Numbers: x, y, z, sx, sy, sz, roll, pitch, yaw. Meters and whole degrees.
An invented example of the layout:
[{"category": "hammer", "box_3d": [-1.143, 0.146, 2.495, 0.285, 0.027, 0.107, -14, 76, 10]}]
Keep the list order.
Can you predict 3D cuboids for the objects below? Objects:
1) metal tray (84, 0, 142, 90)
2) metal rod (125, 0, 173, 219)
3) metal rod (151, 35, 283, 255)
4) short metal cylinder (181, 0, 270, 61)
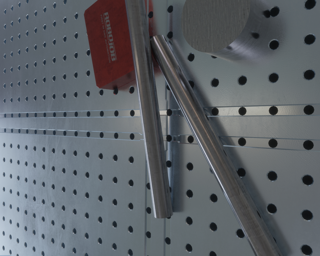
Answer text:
[{"category": "metal tray", "box_3d": [-0.065, -0.132, 0.460, 0.090, 0.030, 0.129, -19, 78, 38]}, {"category": "metal rod", "box_3d": [-0.015, -0.033, 0.400, 0.025, 0.025, 0.298, -6, 93, 40]}, {"category": "metal rod", "box_3d": [0.055, 0.012, 0.363, 0.025, 0.025, 0.299, -39, 67, 33]}, {"category": "short metal cylinder", "box_3d": [0.070, -0.117, 0.335, 0.080, 0.050, 0.079, 0, 90, 40]}]
